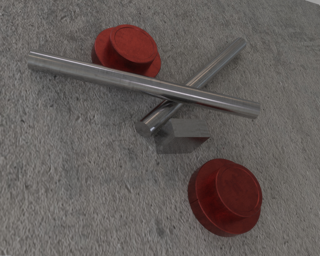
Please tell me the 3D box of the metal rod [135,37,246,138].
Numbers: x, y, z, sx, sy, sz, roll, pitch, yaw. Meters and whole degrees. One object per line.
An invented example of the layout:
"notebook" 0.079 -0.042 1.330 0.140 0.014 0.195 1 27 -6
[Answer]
"metal rod" 0.064 -0.078 0.485 0.025 0.025 0.302 45 51 3

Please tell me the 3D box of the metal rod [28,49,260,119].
"metal rod" -0.010 -0.053 0.403 0.302 0.025 0.025 11 57 -12

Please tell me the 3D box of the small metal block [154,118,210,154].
"small metal block" 0.027 0.012 0.395 0.050 0.050 0.025 1 61 -28

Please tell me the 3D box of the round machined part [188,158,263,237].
"round machined part" 0.088 0.083 0.390 0.099 0.042 0.098 14 56 -21

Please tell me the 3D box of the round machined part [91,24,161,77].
"round machined part" -0.042 -0.106 0.434 0.099 0.042 0.098 14 56 -21
